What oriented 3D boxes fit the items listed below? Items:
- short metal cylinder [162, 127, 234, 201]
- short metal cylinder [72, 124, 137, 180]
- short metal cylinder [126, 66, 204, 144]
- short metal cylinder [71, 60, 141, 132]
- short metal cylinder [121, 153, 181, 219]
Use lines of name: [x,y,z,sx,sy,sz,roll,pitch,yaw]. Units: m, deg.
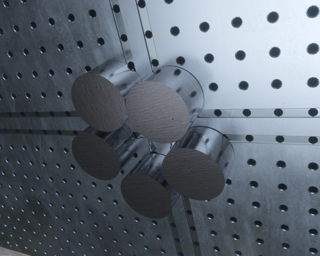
short metal cylinder: [0.049,0.045,0.396,0.080,0.050,0.079,13,125,20]
short metal cylinder: [-0.081,0.030,0.456,0.080,0.050,0.079,13,124,20]
short metal cylinder: [0.006,-0.028,0.373,0.080,0.050,0.079,13,124,21]
short metal cylinder: [-0.067,-0.042,0.404,0.080,0.050,0.079,13,124,20]
short metal cylinder: [-0.009,0.084,0.451,0.080,0.050,0.079,14,124,21]
